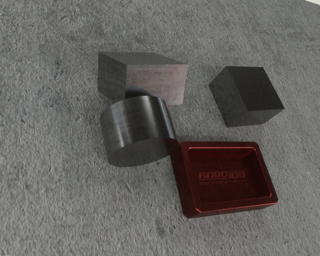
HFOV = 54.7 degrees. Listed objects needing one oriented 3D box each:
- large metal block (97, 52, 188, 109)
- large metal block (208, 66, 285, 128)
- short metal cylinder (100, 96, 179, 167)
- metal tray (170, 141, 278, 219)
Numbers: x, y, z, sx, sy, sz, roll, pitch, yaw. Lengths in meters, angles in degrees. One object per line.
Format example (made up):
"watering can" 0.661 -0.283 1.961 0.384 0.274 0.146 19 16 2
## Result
"large metal block" -0.024 -0.063 0.387 0.081 0.050 0.080 -8 26 -32
"large metal block" 0.136 -0.050 0.491 0.081 0.050 0.080 -5 64 -31
"short metal cylinder" -0.024 0.006 0.352 0.081 0.080 0.050 -2 63 -29
"metal tray" 0.084 0.064 0.406 0.131 0.030 0.090 2 61 -27
